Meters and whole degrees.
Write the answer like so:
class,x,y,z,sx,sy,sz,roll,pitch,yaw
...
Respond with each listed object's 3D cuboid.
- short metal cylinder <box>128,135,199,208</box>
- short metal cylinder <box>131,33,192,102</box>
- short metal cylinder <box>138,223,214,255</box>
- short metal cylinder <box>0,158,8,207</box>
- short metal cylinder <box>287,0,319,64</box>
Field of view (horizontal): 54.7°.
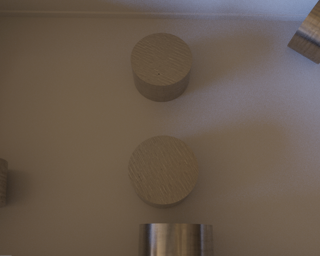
class,x,y,z,sx,sy,sz,roll,pitch,yaw
short metal cylinder,0.004,0.055,0.376,0.081,0.050,0.080,0,70,0
short metal cylinder,0.002,-0.082,0.426,0.081,0.050,0.080,0,70,0
short metal cylinder,0.017,0.130,0.333,0.080,0.080,0.050,1,70,0
short metal cylinder,-0.220,0.065,0.355,0.081,0.080,0.050,-6,70,-2
short metal cylinder,0.225,-0.136,0.432,0.050,0.080,0.080,36,74,12
